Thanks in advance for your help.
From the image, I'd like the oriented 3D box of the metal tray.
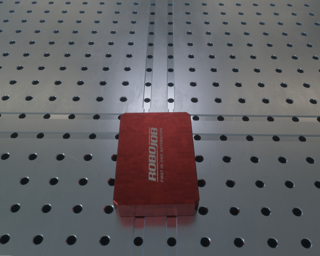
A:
[{"bbox_3d":[-0.005,0.038,0.372,0.090,0.030,0.130,-1,50,-1],"label":"metal tray"}]
